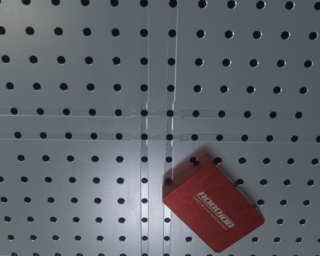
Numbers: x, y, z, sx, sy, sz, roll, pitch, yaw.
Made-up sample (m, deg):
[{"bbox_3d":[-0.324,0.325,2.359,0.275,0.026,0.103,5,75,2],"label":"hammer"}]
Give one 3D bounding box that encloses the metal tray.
[{"bbox_3d":[0.077,0.113,0.453,0.090,0.030,0.130,-40,106,13],"label":"metal tray"}]
